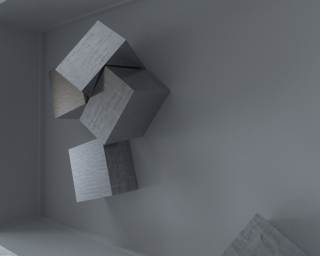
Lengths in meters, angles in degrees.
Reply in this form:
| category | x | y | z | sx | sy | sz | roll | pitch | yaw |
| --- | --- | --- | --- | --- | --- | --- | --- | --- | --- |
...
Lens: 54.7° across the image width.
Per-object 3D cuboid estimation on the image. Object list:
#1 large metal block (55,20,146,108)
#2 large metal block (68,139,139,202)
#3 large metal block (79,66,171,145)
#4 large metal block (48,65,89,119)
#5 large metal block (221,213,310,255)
| category | x | y | z | sx | sy | sz | roll | pitch | yaw |
| --- | --- | --- | --- | --- | --- | --- | --- | --- | --- |
| large metal block | -0.073 | -0.077 | 0.407 | 0.050 | 0.080 | 0.080 | 39 | 87 | 21 |
| large metal block | -0.085 | 0.061 | 0.458 | 0.080 | 0.050 | 0.080 | -19 | 78 | 38 |
| large metal block | -0.044 | -0.030 | 0.401 | 0.050 | 0.080 | 0.080 | 42 | 115 | 21 |
| large metal block | -0.129 | -0.063 | 0.494 | 0.080 | 0.050 | 0.080 | -19 | 78 | 38 |
| large metal block | 0.108 | 0.125 | 0.272 | 0.080 | 0.080 | 0.050 | 40 | 90 | 32 |
